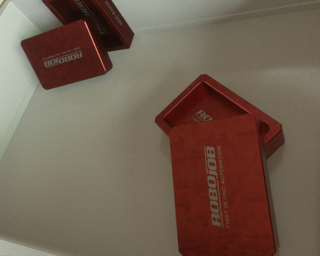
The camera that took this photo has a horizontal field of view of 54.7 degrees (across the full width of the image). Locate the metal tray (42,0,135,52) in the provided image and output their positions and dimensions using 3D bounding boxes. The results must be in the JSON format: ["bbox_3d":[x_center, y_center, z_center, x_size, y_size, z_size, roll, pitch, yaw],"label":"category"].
[{"bbox_3d":[-0.112,-0.178,0.504,0.090,0.130,0.030,-1,61,27],"label":"metal tray"}]

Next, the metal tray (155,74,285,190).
[{"bbox_3d":[0.065,0.001,0.366,0.090,0.030,0.130,-44,51,-3],"label":"metal tray"}]

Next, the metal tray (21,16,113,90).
[{"bbox_3d":[-0.155,-0.121,0.516,0.130,0.090,0.030,-10,25,22],"label":"metal tray"}]

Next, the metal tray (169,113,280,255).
[{"bbox_3d":[0.061,0.057,0.309,0.090,0.030,0.129,-10,75,24],"label":"metal tray"}]
